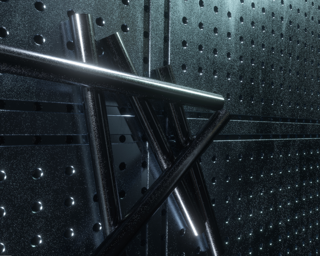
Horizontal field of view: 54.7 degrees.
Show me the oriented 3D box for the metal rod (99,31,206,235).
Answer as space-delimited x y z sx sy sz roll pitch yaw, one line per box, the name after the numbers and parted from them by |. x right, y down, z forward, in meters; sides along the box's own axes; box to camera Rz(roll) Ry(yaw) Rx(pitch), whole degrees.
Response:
-0.001 0.021 0.409 0.025 0.025 0.299 -38 113 -34 | metal rod

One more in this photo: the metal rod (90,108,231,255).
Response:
0.003 0.074 0.381 0.301 0.025 0.025 -46 118 -30 | metal rod

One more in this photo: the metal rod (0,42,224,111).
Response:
-0.032 -0.049 0.352 0.302 0.025 0.025 6 86 -40 | metal rod

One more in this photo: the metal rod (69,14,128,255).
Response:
-0.067 0.026 0.354 0.025 0.025 0.298 -13 98 -40 | metal rod

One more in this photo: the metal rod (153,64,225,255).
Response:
0.047 0.056 0.450 0.025 0.025 0.298 -29 108 -37 | metal rod
